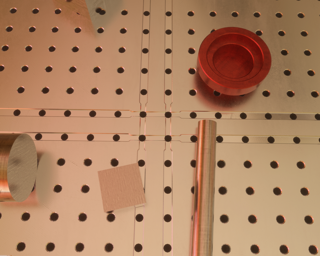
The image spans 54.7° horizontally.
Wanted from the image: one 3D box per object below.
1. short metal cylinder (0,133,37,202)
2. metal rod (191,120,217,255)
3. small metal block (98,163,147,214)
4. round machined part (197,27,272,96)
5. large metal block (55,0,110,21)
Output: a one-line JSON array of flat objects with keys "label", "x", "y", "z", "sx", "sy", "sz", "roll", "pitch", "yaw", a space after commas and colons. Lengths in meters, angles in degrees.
[{"label": "short metal cylinder", "x": -0.185, "y": 0.046, "z": 0.363, "sx": 0.050, "sy": 0.080, "sz": 0.080, "roll": 1, "pitch": 70, "yaw": 0}, {"label": "metal rod", "x": 0.050, "y": 0.133, "z": 0.363, "sx": 0.025, "sy": 0.025, "sz": 0.299, "roll": 5, "pitch": 70, "yaw": 1}, {"label": "small metal block", "x": -0.046, "y": 0.075, "z": 0.384, "sx": 0.050, "sy": 0.025, "sz": 0.050, "roll": -12, "pitch": 71, "yaw": -5}, {"label": "round machined part", "x": 0.101, "y": -0.089, "z": 0.437, "sx": 0.099, "sy": 0.042, "sz": 0.098, "roll": 0, "pitch": 70, "yaw": -1}, {"label": "large metal block", "x": -0.119, "y": -0.228, "z": 0.480, "sx": 0.080, "sy": 0.050, "sz": 0.080, "roll": 32, "pitch": 73, "yaw": 10}]
